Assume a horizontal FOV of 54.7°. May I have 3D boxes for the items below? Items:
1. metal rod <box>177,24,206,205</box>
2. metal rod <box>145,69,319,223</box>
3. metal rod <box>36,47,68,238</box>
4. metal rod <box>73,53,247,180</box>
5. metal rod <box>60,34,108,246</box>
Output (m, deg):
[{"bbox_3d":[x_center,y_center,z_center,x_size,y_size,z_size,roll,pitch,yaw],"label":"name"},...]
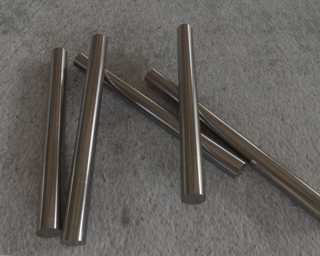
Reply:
[{"bbox_3d":[0.037,-0.043,0.406,0.025,0.025,0.300,1,50,0],"label":"metal rod"},{"bbox_3d":[0.085,0.008,0.397,0.025,0.025,0.300,-34,58,-25],"label":"metal rod"},{"bbox_3d":[-0.137,-0.007,0.407,0.025,0.025,0.300,-7,50,-7],"label":"metal rod"},{"bbox_3d":[-0.016,-0.028,0.426,0.300,0.025,0.025,35,58,25],"label":"metal rod"},{"bbox_3d":[-0.089,-0.010,0.390,0.025,0.025,0.299,-1,56,-1],"label":"metal rod"}]
